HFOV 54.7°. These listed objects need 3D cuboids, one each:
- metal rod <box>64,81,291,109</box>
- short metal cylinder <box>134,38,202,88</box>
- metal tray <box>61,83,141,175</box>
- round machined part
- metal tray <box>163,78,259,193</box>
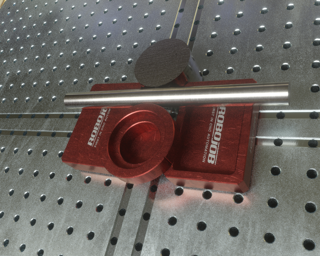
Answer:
[{"bbox_3d":[0.000,-0.038,0.387,0.300,0.025,0.025,1,62,28],"label":"metal rod"},{"bbox_3d":[0.012,-0.076,0.427,0.080,0.050,0.080,-13,56,21],"label":"short metal cylinder"},{"bbox_3d":[-0.075,-0.002,0.439,0.090,0.030,0.130,3,63,29],"label":"metal tray"},{"bbox_3d":[-0.020,0.022,0.378,0.098,0.042,0.098,-13,56,21],"label":"round machined part"},{"bbox_3d":[0.063,0.005,0.363,0.090,0.030,0.130,1,62,28],"label":"metal tray"}]
